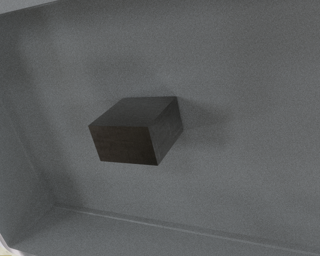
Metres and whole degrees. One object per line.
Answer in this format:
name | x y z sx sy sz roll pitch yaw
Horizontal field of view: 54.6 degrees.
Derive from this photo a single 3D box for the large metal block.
large metal block | -0.027 0.001 0.385 0.080 0.080 0.050 1 119 27
